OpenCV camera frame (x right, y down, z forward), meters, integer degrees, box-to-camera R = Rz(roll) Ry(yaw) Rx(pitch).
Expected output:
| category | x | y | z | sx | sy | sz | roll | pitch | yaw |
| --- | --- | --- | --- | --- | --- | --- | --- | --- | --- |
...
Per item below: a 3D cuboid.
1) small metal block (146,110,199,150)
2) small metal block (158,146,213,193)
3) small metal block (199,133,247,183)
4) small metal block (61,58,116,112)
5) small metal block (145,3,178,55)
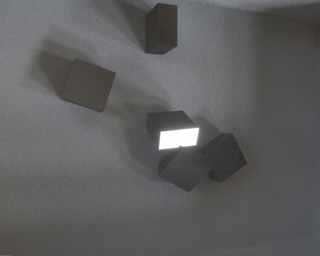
| category | x | y | z | sx | sy | sz | roll | pitch | yaw |
| --- | --- | --- | --- | --- | --- | --- | --- | --- | --- |
| small metal block | 0.015 | 0.001 | 0.399 | 0.050 | 0.050 | 0.025 | -6 | 121 | -20 |
| small metal block | 0.033 | 0.051 | 0.410 | 0.050 | 0.025 | 0.050 | 32 | 112 | -17 |
| small metal block | 0.089 | 0.042 | 0.443 | 0.050 | 0.025 | 0.050 | -32 | 101 | -17 |
| small metal block | -0.087 | -0.051 | 0.378 | 0.050 | 0.025 | 0.050 | 19 | 84 | -19 |
| small metal block | 0.001 | -0.125 | 0.397 | 0.025 | 0.050 | 0.050 | 0 | 90 | -20 |
